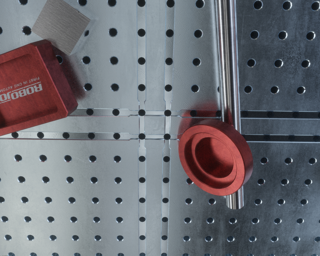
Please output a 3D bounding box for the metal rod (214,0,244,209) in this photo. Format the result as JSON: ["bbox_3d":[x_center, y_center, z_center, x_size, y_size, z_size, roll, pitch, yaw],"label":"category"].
[{"bbox_3d":[0.092,-0.026,0.405,0.025,0.025,0.298,-7,110,2],"label":"metal rod"}]

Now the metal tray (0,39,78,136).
[{"bbox_3d":[-0.178,-0.044,0.378,0.130,0.030,0.090,-14,110,17],"label":"metal tray"}]

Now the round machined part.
[{"bbox_3d":[0.075,0.034,0.400,0.098,0.042,0.097,21,123,36],"label":"round machined part"}]

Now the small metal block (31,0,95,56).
[{"bbox_3d":[-0.114,-0.122,0.367,0.050,0.025,0.050,33,106,-12],"label":"small metal block"}]
